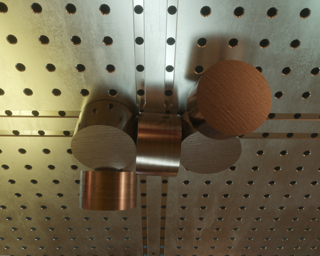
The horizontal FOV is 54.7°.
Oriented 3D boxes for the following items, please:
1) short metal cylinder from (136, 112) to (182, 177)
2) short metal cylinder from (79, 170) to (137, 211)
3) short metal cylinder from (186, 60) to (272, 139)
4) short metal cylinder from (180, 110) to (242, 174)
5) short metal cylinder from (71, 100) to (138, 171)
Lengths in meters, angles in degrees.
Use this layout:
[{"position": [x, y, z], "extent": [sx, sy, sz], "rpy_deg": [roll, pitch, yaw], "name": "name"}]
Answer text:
[{"position": [-0.003, 0.021, 0.393], "extent": [0.050, 0.080, 0.079], "rpy_deg": [4, 130, -4], "name": "short metal cylinder"}, {"position": [-0.073, 0.085, 0.440], "extent": [0.081, 0.050, 0.080], "rpy_deg": [1, 174, 0], "name": "short metal cylinder"}, {"position": [0.074, -0.029, 0.343], "extent": [0.081, 0.080, 0.050], "rpy_deg": [7, 171, -6], "name": "short metal cylinder"}, {"position": [0.062, 0.015, 0.408], "extent": [0.081, 0.050, 0.079], "rpy_deg": [0, 130, 0], "name": "short metal cylinder"}, {"position": [-0.070, 0.011, 0.402], "extent": [0.081, 0.050, 0.079], "rpy_deg": [0, 130, 0], "name": "short metal cylinder"}]
